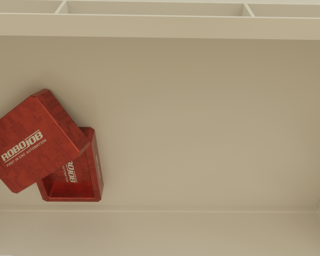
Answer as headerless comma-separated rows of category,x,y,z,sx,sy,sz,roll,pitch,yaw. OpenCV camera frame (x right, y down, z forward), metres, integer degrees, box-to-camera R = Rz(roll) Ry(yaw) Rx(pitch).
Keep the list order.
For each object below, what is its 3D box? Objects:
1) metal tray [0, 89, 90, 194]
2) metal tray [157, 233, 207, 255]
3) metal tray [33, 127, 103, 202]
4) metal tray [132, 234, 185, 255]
metal tray,-0.168,0.020,0.399,0.130,0.030,0.090,-30,103,23
metal tray,0.021,0.268,0.636,0.131,0.030,0.090,30,124,-24
metal tray,-0.136,0.057,0.452,0.091,0.030,0.129,0,130,-1
metal tray,-0.002,0.245,0.576,0.091,0.030,0.129,-1,130,0
